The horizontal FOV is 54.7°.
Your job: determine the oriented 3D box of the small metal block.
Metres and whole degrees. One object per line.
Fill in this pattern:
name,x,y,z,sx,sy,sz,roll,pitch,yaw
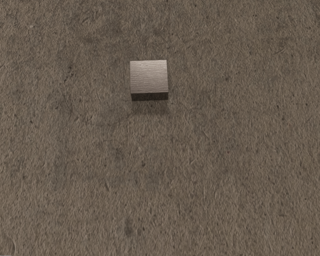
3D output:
small metal block,-0.015,-0.066,0.432,0.050,0.025,0.050,-2,70,-1
